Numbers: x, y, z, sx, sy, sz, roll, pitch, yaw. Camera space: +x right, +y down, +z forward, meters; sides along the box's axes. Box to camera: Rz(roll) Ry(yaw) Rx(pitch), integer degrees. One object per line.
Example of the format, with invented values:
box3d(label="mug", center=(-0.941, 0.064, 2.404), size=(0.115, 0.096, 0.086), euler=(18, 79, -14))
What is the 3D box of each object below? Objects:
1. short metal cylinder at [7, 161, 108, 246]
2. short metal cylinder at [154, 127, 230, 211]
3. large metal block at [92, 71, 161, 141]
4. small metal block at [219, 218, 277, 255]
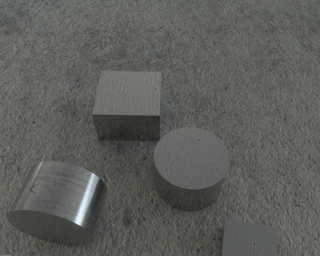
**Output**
box3d(label="short metal cylinder", center=(-0.098, 0.076, 0.303), size=(0.080, 0.080, 0.050), euler=(7, 51, 6))
box3d(label="short metal cylinder", center=(0.034, 0.046, 0.349), size=(0.081, 0.050, 0.080), euler=(0, 50, 0))
box3d(label="large metal block", center=(-0.039, -0.030, 0.412), size=(0.080, 0.050, 0.080), euler=(1, 50, 1))
box3d(label="small metal block", center=(0.085, 0.121, 0.302), size=(0.050, 0.025, 0.050), euler=(9, 51, 8))
